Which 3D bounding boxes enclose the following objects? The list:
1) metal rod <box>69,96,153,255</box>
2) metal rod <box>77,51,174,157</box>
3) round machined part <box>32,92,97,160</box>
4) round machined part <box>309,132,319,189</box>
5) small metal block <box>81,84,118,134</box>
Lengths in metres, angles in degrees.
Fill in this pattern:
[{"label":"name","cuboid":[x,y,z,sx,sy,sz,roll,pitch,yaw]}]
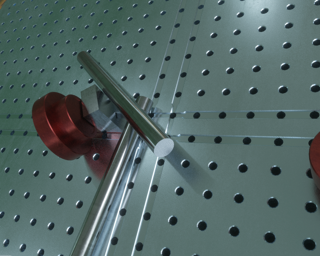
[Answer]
[{"label":"metal rod","cuboid":[-0.071,0.091,0.389,0.025,0.025,0.300,7,65,31]},{"label":"metal rod","cuboid":[-0.066,-0.053,0.450,0.025,0.025,0.300,-43,43,-1]},{"label":"round machined part","cuboid":[-0.125,-0.008,0.431,0.042,0.098,0.098,-27,52,14]},{"label":"round machined part","cuboid":[0.185,0.035,0.267,0.098,0.042,0.098,-17,37,14]},{"label":"small metal block","cuboid":[-0.089,-0.028,0.456,0.025,0.050,0.050,-26,53,12]}]
